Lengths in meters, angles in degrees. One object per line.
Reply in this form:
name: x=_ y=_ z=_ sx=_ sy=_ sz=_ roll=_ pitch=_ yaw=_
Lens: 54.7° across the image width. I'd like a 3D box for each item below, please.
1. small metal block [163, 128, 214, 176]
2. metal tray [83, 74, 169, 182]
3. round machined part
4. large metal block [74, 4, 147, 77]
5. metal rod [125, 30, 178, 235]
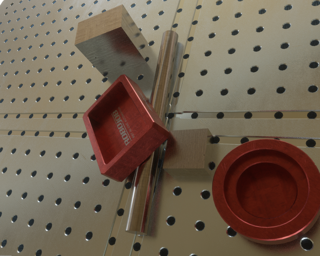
small metal block: x=0.035 y=0.030 z=0.371 sx=0.050 sy=0.025 sz=0.050 roll=-4 pitch=60 yaw=26
metal tray: x=-0.051 y=-0.005 z=0.410 sx=0.090 sy=0.030 sz=0.130 roll=-44 pitch=42 yaw=11
round machined part: x=0.105 y=0.063 z=0.303 sx=0.098 sy=0.042 sz=0.098 roll=-13 pitch=56 yaw=20
large metal block: x=-0.075 y=-0.136 z=0.494 sx=0.080 sy=0.080 sz=0.050 roll=-15 pitch=56 yaw=20
metal rod: x=-0.005 y=-0.013 z=0.417 sx=0.025 sy=0.025 sz=0.299 roll=-5 pitch=59 yaw=25
